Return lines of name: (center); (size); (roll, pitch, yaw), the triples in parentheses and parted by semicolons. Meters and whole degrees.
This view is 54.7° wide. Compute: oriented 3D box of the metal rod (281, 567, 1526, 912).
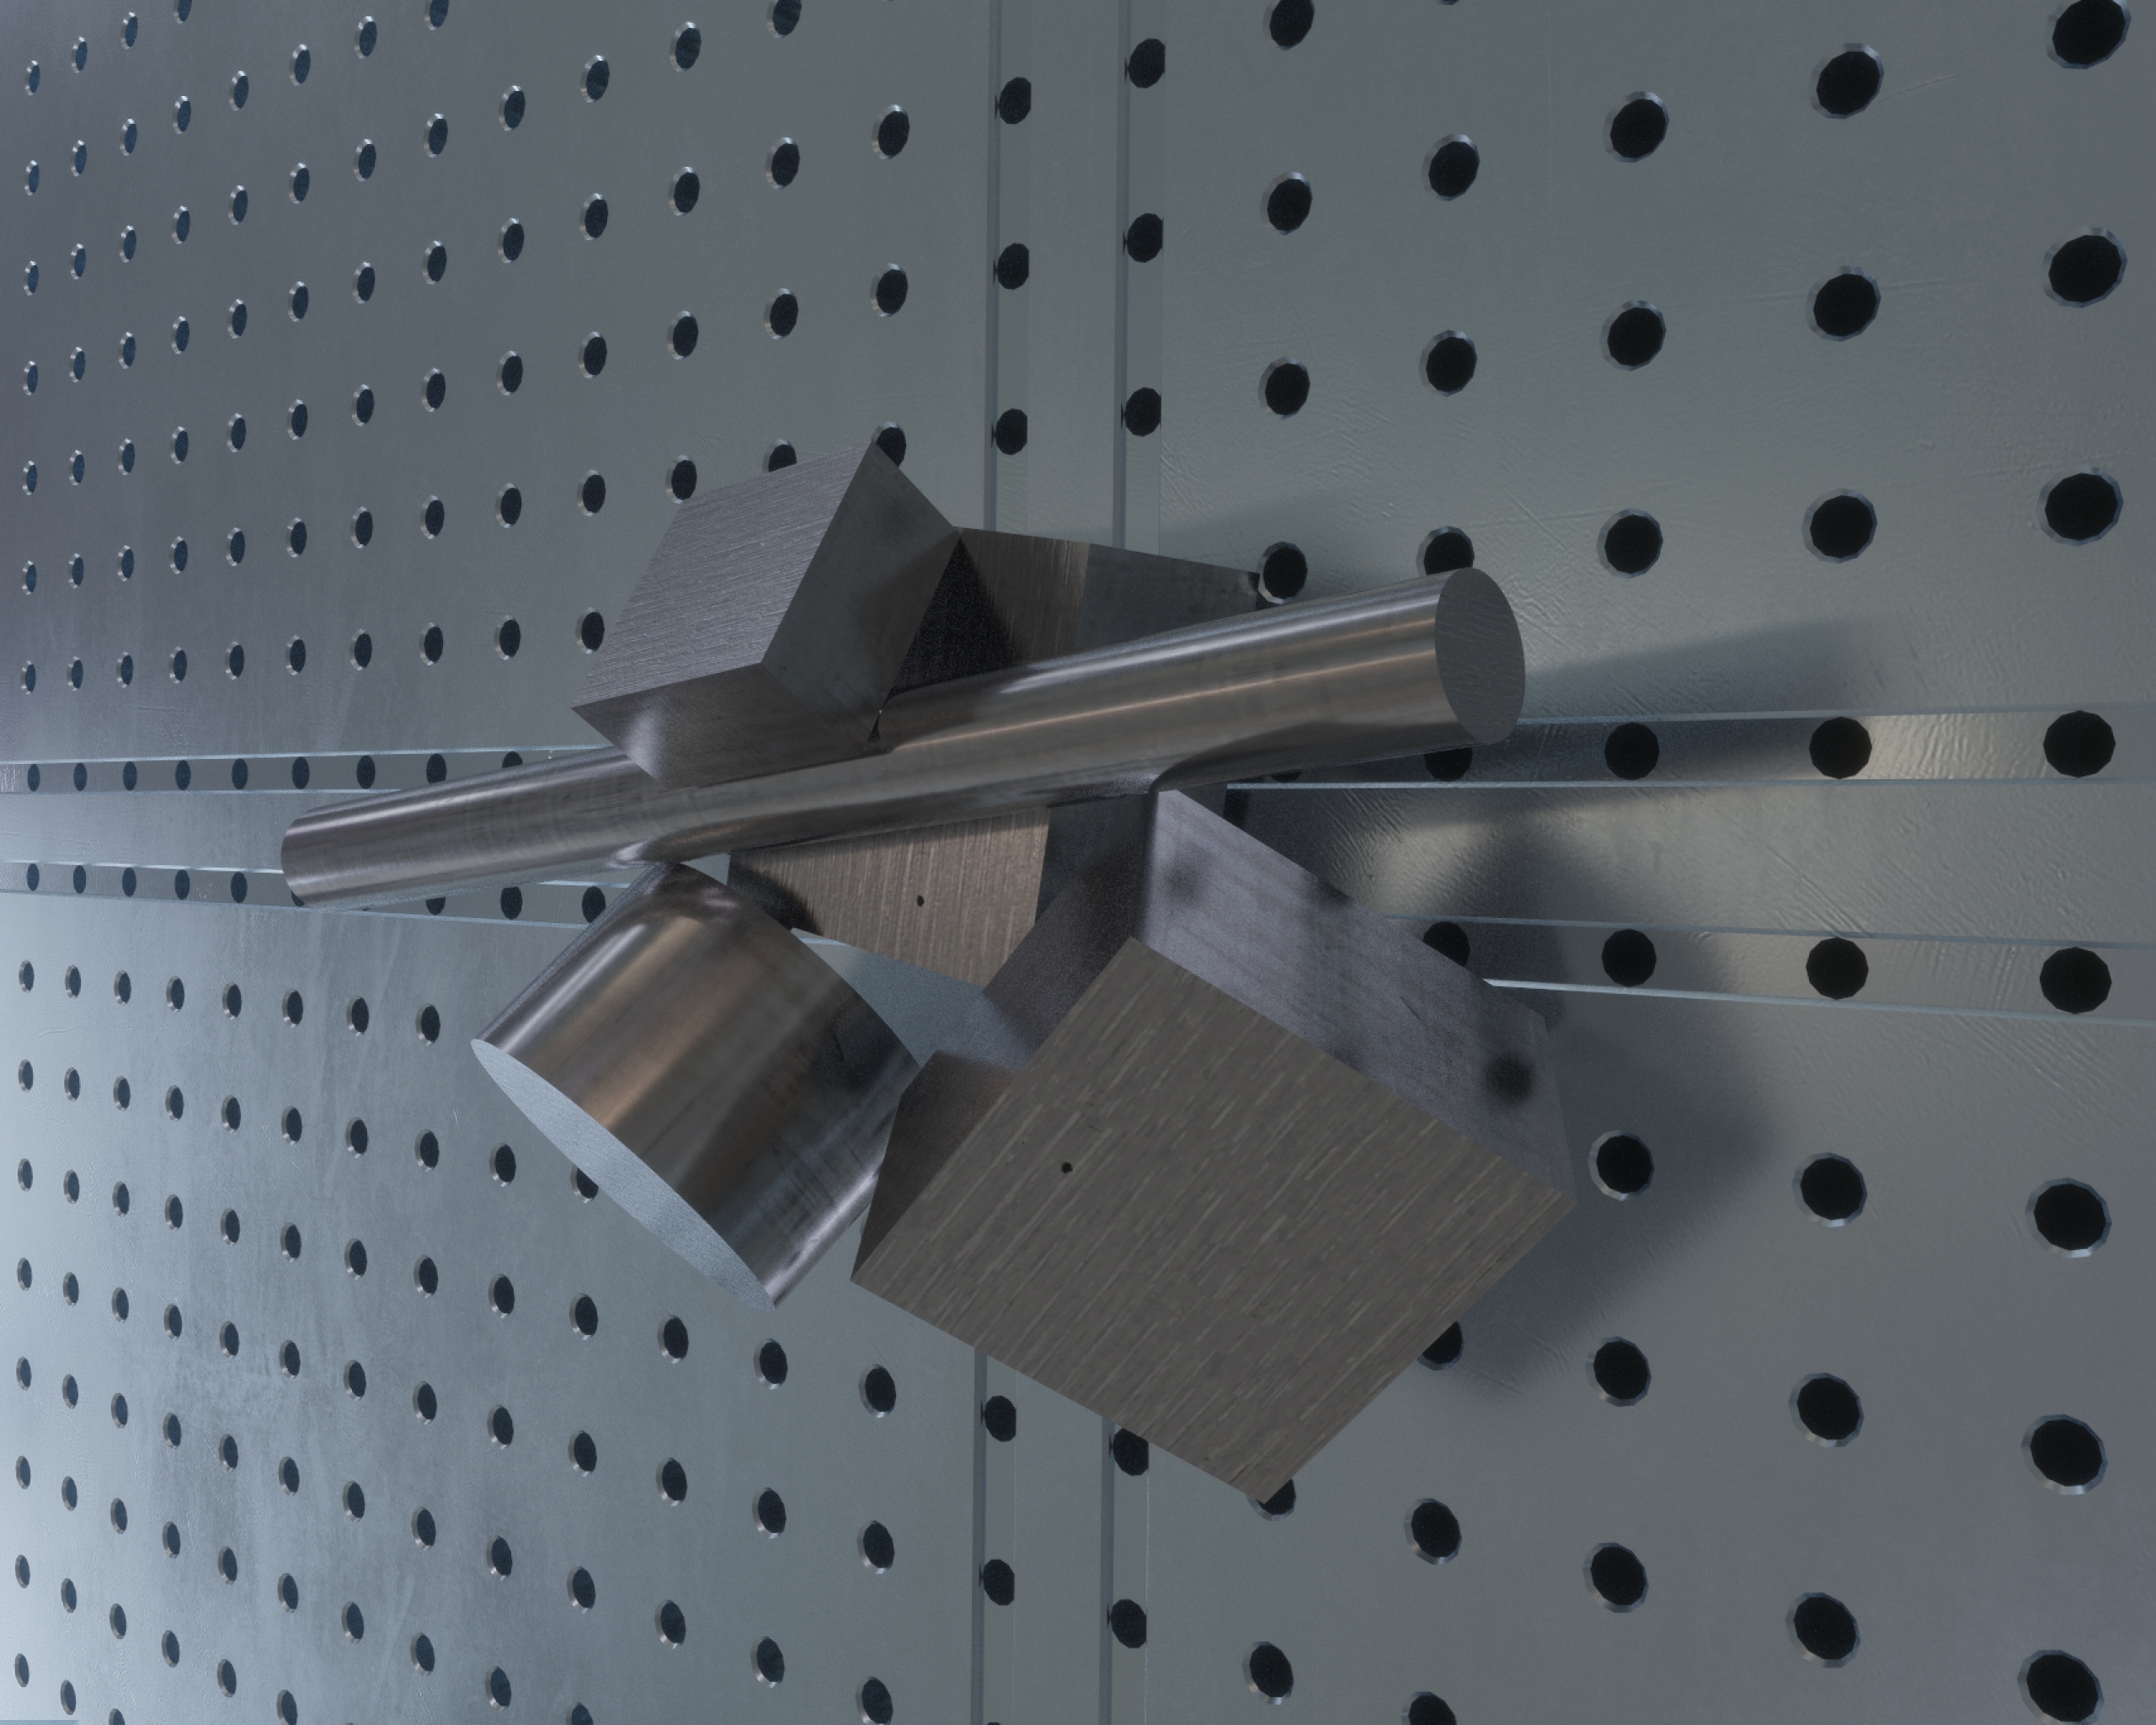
metal rod: (-0.058, -0.015, 0.387); (0.300, 0.025, 0.025); (-7, 86, 40)

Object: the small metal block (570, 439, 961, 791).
small metal block: (-0.055, -0.043, 0.369); (0.050, 0.025, 0.050); (-7, 50, 40)

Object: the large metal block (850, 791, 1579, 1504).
large metal block: (0.022, 0.046, 0.343); (0.080, 0.050, 0.080); (31, 118, -12)

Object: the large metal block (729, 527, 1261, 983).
large metal block: (-0.018, -0.023, 0.403); (0.080, 0.050, 0.079); (14, 99, 39)

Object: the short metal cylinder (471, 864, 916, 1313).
short metal cylinder: (-0.075, 0.045, 0.422); (0.080, 0.080, 0.050); (25, 63, 37)
